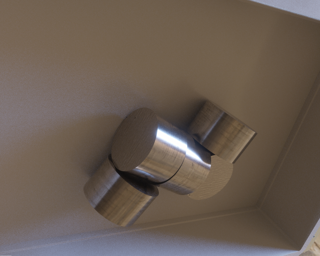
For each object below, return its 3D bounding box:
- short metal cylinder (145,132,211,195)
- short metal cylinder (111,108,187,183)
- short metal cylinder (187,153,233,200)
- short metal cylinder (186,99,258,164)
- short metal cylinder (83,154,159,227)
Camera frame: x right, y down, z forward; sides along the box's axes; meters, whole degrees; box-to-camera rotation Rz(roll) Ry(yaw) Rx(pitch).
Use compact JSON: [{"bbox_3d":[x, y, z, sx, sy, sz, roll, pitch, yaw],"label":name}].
[{"bbox_3d":[0.020,0.043,0.411,0.050,0.080,0.080,30,101,-38],"label":"short metal cylinder"},{"bbox_3d":[-0.014,0.022,0.378,0.050,0.080,0.080,29,102,-38],"label":"short metal cylinder"},{"bbox_3d":[0.061,0.060,0.462,0.081,0.050,0.079,-14,125,-21],"label":"short metal cylinder"},{"bbox_3d":[0.084,0.004,0.421,0.080,0.080,0.050,26,104,-37],"label":"short metal cylinder"},{"bbox_3d":[-0.048,0.077,0.394,0.080,0.080,0.050,33,100,-39],"label":"short metal cylinder"}]
